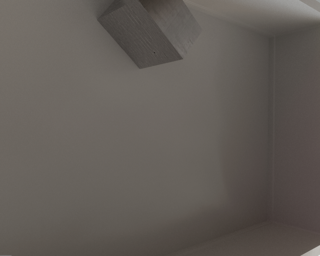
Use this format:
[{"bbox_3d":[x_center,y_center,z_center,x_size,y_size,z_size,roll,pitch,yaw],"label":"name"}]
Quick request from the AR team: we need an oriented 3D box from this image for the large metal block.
[{"bbox_3d":[-0.012,-0.121,0.362,0.080,0.080,0.050,47,62,-30],"label":"large metal block"}]
